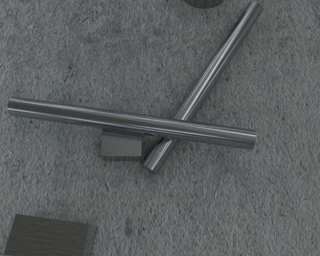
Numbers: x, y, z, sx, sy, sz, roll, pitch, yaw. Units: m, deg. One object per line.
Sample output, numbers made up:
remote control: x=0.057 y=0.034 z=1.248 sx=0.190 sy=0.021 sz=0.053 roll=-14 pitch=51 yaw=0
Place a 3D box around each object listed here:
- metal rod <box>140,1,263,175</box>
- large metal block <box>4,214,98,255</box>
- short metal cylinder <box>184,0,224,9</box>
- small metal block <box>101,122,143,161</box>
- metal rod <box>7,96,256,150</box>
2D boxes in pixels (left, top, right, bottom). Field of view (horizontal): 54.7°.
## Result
metal rod: x=0.066 y=-0.066 z=0.433 sx=0.025 sy=0.025 sz=0.300 roll=31 pitch=73 yaw=10
large metal block: x=-0.121 y=0.143 z=0.341 sx=0.080 sy=0.050 sz=0.080 roll=8 pitch=70 yaw=2
short metal cylinder: x=0.071 y=-0.235 z=0.482 sx=0.081 sy=0.050 sz=0.080 roll=0 pitch=70 yaw=0
small metal block: x=-0.048 y=0.016 z=0.402 sx=0.050 sy=0.025 sz=0.050 roll=0 pitch=70 yaw=-1
metal rod: x=-0.036 y=-0.007 z=0.383 sx=0.302 sy=0.025 sz=0.025 roll=8 pitch=70 yaw=3
